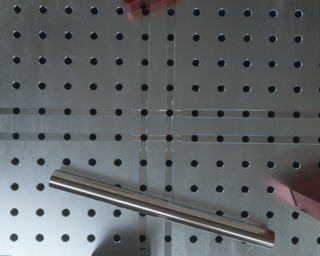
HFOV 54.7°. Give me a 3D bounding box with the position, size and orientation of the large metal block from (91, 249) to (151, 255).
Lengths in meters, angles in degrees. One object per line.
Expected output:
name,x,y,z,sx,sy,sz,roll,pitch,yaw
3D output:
large metal block,-0.051,0.194,0.386,0.081,0.080,0.050,-4,90,0

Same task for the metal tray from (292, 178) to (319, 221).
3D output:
metal tray,0.246,0.076,0.382,0.131,0.090,0.030,-20,90,0

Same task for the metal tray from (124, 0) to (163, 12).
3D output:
metal tray,-0.026,-0.233,0.410,0.090,0.030,0.129,-22,90,0

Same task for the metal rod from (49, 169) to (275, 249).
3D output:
metal rod,0.003,0.108,0.413,0.302,0.025,0.025,16,90,0
